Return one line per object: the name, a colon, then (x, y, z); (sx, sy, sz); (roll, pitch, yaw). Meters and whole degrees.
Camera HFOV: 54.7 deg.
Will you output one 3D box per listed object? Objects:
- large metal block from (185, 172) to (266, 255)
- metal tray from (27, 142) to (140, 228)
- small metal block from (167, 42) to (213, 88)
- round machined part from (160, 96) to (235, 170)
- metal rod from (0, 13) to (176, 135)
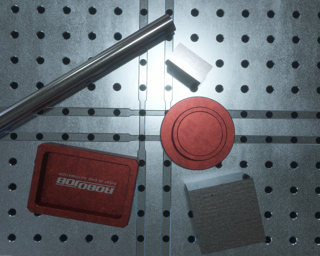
large metal block: (0.082, 0.107, 0.402); (0.080, 0.050, 0.080); (-12, 90, -1)
metal tray: (-0.098, 0.074, 0.409); (0.131, 0.030, 0.089); (10, 90, -1)
small metal block: (0.037, -0.080, 0.401); (0.050, 0.050, 0.025); (36, 90, -1)
round machined part: (0.050, 0.007, 0.406); (0.099, 0.042, 0.097); (0, 90, -1)
metal rod: (-0.114, -0.064, 0.411); (0.301, 0.025, 0.025); (-31, 90, -1)
